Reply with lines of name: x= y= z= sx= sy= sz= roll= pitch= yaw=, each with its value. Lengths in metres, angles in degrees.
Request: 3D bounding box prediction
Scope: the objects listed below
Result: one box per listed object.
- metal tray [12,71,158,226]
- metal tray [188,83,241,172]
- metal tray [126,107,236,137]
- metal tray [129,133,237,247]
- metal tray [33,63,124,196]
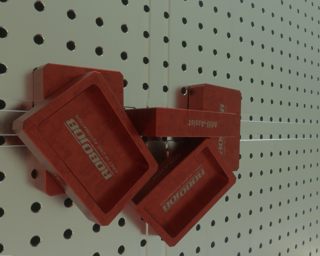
metal tray: x=-0.066 y=0.021 z=0.310 sx=0.090 sy=0.030 sz=0.130 roll=-46 pitch=118 yaw=-31
metal tray: x=0.085 y=0.002 z=0.479 sx=0.091 sy=0.030 sz=0.129 roll=4 pitch=88 yaw=-40
metal tray: x=0.020 y=-0.005 z=0.384 sx=0.131 sy=0.090 sz=0.030 roll=2 pitch=89 yaw=-40
metal tray: x=0.032 y=0.081 z=0.411 sx=0.130 sy=0.030 sz=0.090 roll=-42 pitch=118 yaw=-13
metal tray: x=-0.085 y=0.001 z=0.336 sx=0.091 sy=0.030 sz=0.129 roll=-1 pitch=92 yaw=-40
